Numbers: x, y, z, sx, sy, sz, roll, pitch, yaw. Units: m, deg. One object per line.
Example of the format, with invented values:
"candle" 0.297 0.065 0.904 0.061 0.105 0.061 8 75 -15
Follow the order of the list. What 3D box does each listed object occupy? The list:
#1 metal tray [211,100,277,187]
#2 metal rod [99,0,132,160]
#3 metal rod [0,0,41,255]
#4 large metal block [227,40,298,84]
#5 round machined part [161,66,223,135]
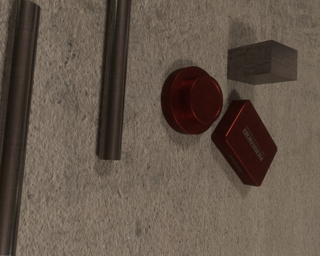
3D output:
"metal tray" 0.148 0.027 0.529 0.130 0.030 0.090 51 60 -28
"metal rod" -0.049 -0.112 0.365 0.025 0.025 0.298 6 86 -40
"metal rod" -0.139 0.031 0.288 0.025 0.025 0.298 7 85 -40
"large metal block" 0.170 -0.105 0.514 0.081 0.080 0.050 3 88 -40
"round machined part" 0.052 -0.039 0.440 0.099 0.042 0.097 0 90 -40
